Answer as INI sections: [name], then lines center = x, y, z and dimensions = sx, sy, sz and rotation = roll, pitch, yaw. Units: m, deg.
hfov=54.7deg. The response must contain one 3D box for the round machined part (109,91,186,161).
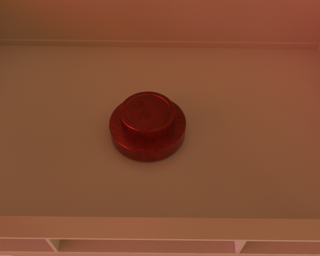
[round machined part]
center = -0.016, -0.009, 0.397
dimensions = 0.099, 0.042, 0.098
rotation = 0, 50, 0
